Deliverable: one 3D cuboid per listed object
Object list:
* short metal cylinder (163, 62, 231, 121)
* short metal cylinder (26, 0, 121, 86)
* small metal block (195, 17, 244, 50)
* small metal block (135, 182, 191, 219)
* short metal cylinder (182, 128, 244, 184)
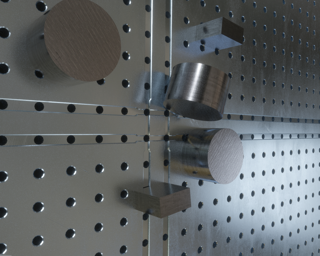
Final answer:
[{"bbox_3d":[0.049,-0.046,0.415,0.080,0.080,0.050,25,75,-38],"label":"short metal cylinder"},{"bbox_3d":[-0.088,-0.085,0.319,0.081,0.050,0.079,0,90,-40],"label":"short metal cylinder"},{"bbox_3d":[0.090,-0.141,0.468,0.050,0.050,0.025,9,84,-40],"label":"small metal block"},{"bbox_3d":[0.004,0.091,0.396,0.050,0.050,0.025,-8,96,-40],"label":"small metal block"},{"bbox_3d":[0.079,0.040,0.459,0.081,0.050,0.079,0,90,-40],"label":"short metal cylinder"}]
